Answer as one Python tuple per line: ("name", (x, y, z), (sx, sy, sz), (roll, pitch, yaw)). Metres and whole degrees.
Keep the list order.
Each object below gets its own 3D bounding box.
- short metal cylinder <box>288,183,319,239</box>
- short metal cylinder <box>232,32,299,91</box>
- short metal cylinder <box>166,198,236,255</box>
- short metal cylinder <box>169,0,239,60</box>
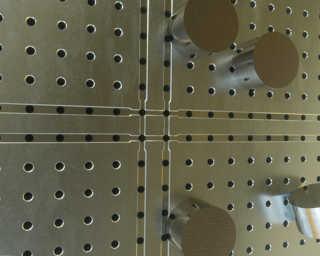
("short metal cylinder", (0.247, 0.125, 0.477), (0.081, 0.080, 0.050), (-23, 98, -19))
("short metal cylinder", (0.155, -0.096, 0.458), (0.081, 0.050, 0.079), (0, 90, -21))
("short metal cylinder", (0.055, 0.141, 0.421), (0.081, 0.050, 0.079), (0, 90, -21))
("short metal cylinder", (0.058, -0.137, 0.422), (0.081, 0.050, 0.079), (0, 90, -21))
